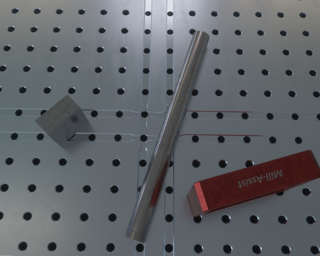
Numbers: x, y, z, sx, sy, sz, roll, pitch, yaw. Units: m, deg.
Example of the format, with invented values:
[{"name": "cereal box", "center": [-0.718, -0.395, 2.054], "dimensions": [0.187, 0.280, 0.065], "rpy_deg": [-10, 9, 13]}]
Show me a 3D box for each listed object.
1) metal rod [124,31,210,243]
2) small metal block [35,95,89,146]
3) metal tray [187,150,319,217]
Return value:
[{"name": "metal rod", "center": [0.016, -0.003, 0.412], "dimensions": [0.025, 0.025, 0.299], "rpy_deg": [17, 71, 6]}, {"name": "small metal block", "center": [-0.125, -0.009, 0.401], "dimensions": [0.050, 0.050, 0.025], "rpy_deg": [-43, 76, -14]}, {"name": "metal tray", "center": [0.101, 0.066, 0.353], "dimensions": [0.131, 0.090, 0.030], "rpy_deg": [-15, 71, -6]}]
